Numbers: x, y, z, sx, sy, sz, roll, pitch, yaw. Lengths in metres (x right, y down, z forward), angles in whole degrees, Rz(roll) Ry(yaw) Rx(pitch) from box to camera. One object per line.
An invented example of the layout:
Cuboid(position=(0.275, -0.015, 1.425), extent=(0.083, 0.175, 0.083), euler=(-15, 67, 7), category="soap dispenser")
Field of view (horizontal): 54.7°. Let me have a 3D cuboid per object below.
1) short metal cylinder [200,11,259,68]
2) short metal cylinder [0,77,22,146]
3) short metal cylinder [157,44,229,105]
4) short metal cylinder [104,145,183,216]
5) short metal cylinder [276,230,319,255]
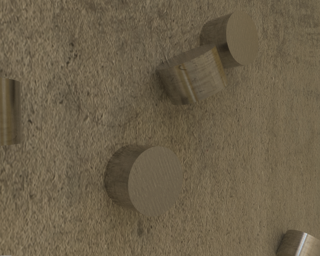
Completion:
Cuboid(position=(0.107, -0.133, 0.478), extent=(0.081, 0.050, 0.080), euler=(0, 90, -40), category="short metal cylinder")
Cuboid(position=(-0.152, -0.012, 0.241), extent=(0.081, 0.080, 0.050), euler=(-2, 91, -40), category="short metal cylinder")
Cuboid(position=(0.042, -0.070, 0.404), extent=(0.080, 0.080, 0.050), euler=(-37, 113, -34), category="short metal cylinder")
Cuboid(position=(-0.019, 0.060, 0.373), extent=(0.081, 0.050, 0.080), euler=(0, 90, -40), category="short metal cylinder")
Cuboid(position=(0.275, 0.243, 0.600), extent=(0.080, 0.080, 0.050), euler=(52, 60, -27), category="short metal cylinder")
